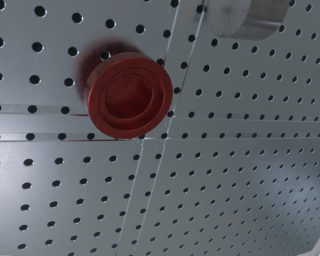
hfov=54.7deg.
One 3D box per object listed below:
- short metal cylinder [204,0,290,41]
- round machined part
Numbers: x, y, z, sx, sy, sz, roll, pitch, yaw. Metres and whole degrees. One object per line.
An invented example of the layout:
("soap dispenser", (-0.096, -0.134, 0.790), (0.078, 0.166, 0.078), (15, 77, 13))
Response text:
("short metal cylinder", (0.093, -0.139, 0.340), (0.050, 0.080, 0.079), (-4, 120, -26))
("round machined part", (-0.038, -0.040, 0.355), (0.099, 0.042, 0.097), (-14, 124, -21))
